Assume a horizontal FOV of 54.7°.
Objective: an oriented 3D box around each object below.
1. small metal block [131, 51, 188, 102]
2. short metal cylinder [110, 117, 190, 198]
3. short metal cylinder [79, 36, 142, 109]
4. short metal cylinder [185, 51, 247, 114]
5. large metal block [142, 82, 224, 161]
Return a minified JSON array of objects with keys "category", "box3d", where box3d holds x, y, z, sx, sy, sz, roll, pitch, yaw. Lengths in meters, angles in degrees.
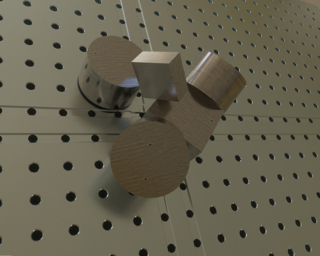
[{"category":"small metal block","box3d":[0.001,-0.060,0.361,0.050,0.050,0.025,10,45,31]},{"category":"short metal cylinder","box3d":[-0.009,0.029,0.338,0.080,0.050,0.079,0,97,1]},{"category":"short metal cylinder","box3d":[-0.059,-0.071,0.400,0.081,0.050,0.080,14,56,-21]},{"category":"short metal cylinder","box3d":[0.073,-0.063,0.437,0.080,0.080,0.050,37,90,-4]},{"category":"large metal block","box3d":[0.025,-0.010,0.404,0.080,0.050,0.080,38,51,-3]}]
